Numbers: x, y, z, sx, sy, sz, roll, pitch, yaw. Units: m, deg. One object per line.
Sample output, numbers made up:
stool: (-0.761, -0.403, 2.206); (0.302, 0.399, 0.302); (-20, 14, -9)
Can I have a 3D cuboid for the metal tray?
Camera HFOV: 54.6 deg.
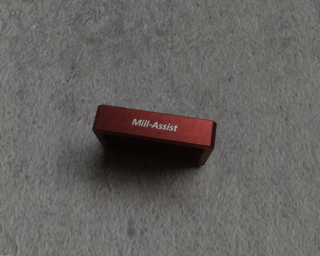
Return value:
metal tray: (-0.005, 0.012, 0.369); (0.131, 0.090, 0.030); (8, 71, 3)
